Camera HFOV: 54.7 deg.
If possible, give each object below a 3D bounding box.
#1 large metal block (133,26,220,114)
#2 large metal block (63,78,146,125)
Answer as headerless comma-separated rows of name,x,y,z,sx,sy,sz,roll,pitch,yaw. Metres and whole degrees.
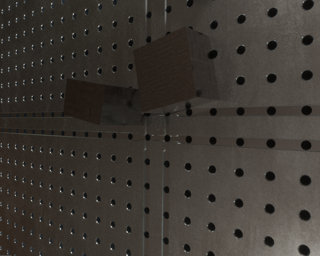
large metal block,0.019,-0.065,0.376,0.080,0.050,0.080,-13,82,39
large metal block,-0.075,-0.036,0.433,0.080,0.081,0.050,14,99,39
